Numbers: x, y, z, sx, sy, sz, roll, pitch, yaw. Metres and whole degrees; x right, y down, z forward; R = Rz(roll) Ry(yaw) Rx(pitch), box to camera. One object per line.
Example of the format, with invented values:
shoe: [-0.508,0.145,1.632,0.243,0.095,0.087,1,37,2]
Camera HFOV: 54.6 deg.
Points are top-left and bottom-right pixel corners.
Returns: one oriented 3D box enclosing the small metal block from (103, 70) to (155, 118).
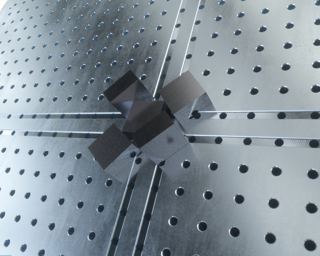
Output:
small metal block: [-0.044,-0.047,0.444,0.050,0.050,0.025,-40,52,2]

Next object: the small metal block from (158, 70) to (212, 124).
small metal block: [0.033,-0.042,0.417,0.050,0.025,0.050,-35,51,6]

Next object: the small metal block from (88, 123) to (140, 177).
small metal block: [-0.063,0.029,0.424,0.050,0.025,0.050,-44,51,-3]

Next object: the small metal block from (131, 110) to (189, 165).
small metal block: [0.001,0.013,0.384,0.050,0.050,0.025,-36,51,4]

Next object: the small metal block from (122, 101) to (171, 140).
small metal block: [-0.017,-0.010,0.423,0.050,0.025,0.050,3,62,31]
